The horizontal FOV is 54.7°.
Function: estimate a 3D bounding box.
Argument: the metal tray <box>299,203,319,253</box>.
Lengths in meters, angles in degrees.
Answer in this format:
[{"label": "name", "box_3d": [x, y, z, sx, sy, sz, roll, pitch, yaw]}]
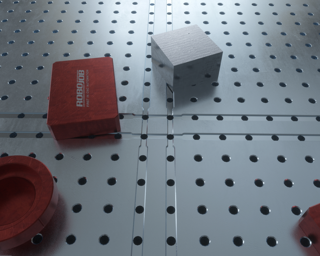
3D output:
[{"label": "metal tray", "box_3d": [0.215, 0.126, 0.300, 0.091, 0.030, 0.130, -16, 52, -14]}]

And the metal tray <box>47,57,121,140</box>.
[{"label": "metal tray", "box_3d": [-0.108, -0.047, 0.443, 0.091, 0.030, 0.130, -7, 50, -6]}]

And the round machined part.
[{"label": "round machined part", "box_3d": [-0.158, 0.081, 0.328, 0.099, 0.042, 0.098, 0, 50, 0]}]

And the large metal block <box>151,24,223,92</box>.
[{"label": "large metal block", "box_3d": [0.039, -0.111, 0.485, 0.081, 0.050, 0.080, -19, 53, -16]}]
